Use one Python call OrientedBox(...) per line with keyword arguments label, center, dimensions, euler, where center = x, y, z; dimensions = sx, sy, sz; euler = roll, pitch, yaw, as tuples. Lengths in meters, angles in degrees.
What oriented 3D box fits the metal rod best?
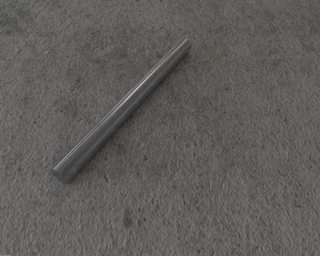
OrientedBox(label="metal rod", center=(-0.037, -0.042, 0.438), dimensions=(0.025, 0.025, 0.301), euler=(25, 54, 20))
